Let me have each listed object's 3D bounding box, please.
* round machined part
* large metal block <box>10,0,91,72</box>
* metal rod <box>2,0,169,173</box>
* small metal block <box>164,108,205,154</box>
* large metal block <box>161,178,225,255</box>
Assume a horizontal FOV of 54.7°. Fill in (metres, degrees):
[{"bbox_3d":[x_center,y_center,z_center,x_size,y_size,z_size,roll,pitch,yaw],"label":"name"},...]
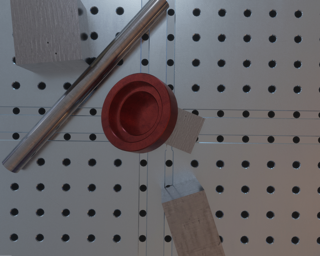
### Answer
[{"bbox_3d":[-0.022,-0.016,0.391,0.098,0.042,0.098,-6,77,26],"label":"round machined part"},{"bbox_3d":[-0.138,-0.120,0.400,0.081,0.050,0.080,-5,90,0],"label":"large metal block"},{"bbox_3d":[-0.098,-0.059,0.412,0.025,0.025,0.300,42,90,0],"label":"metal rod"},{"bbox_3d":[0.026,0.001,0.413,0.050,0.025,0.050,22,90,0],"label":"small metal block"},{"bbox_3d":[0.038,0.114,0.386,0.050,0.080,0.080,-18,90,0],"label":"large metal block"}]
